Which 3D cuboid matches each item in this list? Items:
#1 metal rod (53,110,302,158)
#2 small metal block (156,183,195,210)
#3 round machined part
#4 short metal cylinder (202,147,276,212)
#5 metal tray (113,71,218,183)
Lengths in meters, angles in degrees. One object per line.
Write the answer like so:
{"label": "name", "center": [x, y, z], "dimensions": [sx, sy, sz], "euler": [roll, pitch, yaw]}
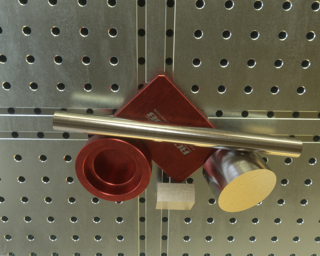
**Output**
{"label": "metal rod", "center": [0.024, 0.008, 0.383], "dimensions": [0.302, 0.025, 0.025], "euler": [7, 110, -3]}
{"label": "small metal block", "center": [0.020, 0.097, 0.435], "dimensions": [0.050, 0.025, 0.050], "euler": [2, 153, -2]}
{"label": "round machined part", "center": [-0.059, 0.047, 0.416], "dimensions": [0.099, 0.042, 0.097], "euler": [2, 116, 4]}
{"label": "short metal cylinder", "center": [0.103, 0.065, 0.409], "dimensions": [0.081, 0.050, 0.079], "euler": [-11, 131, -13]}
{"label": "metal tray", "center": [0.014, 0.001, 0.413], "dimensions": [0.090, 0.030, 0.130], "euler": [-42, 106, 13]}
